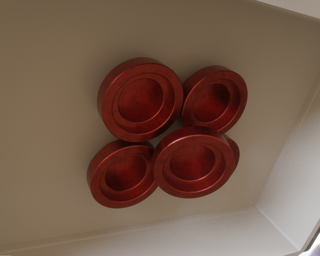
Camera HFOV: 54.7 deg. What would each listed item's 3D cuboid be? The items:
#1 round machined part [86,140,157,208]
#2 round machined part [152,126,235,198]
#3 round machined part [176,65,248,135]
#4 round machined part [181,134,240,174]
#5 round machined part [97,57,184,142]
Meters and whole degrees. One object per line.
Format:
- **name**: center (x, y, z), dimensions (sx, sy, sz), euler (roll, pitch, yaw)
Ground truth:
- **round machined part**: center (-0.047, 0.054, 0.404), dimensions (0.099, 0.042, 0.097), euler (-14, 125, -21)
- **round machined part**: center (0.039, 0.038, 0.387), dimensions (0.099, 0.042, 0.097), euler (-3, 122, -5)
- **round machined part**: center (0.063, -0.036, 0.409), dimensions (0.099, 0.042, 0.097), euler (-14, 125, -21)
- **round machined part**: center (0.066, 0.046, 0.462), dimensions (0.099, 0.042, 0.097), euler (-14, 125, -21)
- **round machined part**: center (-0.025, -0.035, 0.361), dimensions (0.099, 0.042, 0.097), euler (-14, 125, -21)
